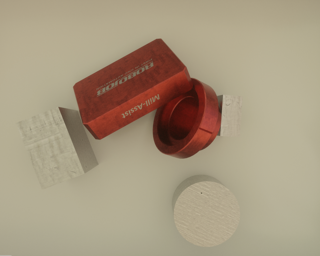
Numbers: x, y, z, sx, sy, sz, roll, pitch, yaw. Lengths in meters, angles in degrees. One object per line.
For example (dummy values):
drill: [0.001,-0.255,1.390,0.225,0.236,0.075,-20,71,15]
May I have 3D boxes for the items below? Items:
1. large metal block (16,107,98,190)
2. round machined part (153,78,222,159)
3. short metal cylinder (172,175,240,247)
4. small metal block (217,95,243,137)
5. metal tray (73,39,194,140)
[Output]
large metal block: [-0.122,0.022,0.382,0.050,0.080,0.080,-21,90,0]
round machined part: [0.037,-0.009,0.383,0.042,0.098,0.098,21,90,-32]
short metal cylinder: [0.057,0.104,0.400,0.081,0.050,0.079,0,90,-1]
small metal block: [0.082,-0.015,0.398,0.025,0.050,0.050,4,90,-11]
metal tray: [-0.037,-0.051,0.380,0.130,0.090,0.030,-29,134,-1]
